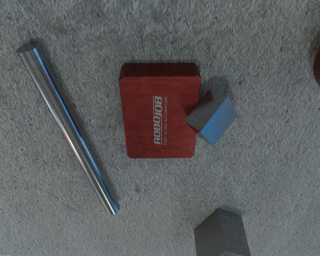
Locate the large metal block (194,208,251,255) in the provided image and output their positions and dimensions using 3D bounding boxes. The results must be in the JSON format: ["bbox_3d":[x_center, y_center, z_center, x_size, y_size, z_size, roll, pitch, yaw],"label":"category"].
[{"bbox_3d":[0.106,0.201,0.544,0.050,0.080,0.080,22,127,-18],"label":"large metal block"}]

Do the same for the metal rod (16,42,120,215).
[{"bbox_3d":[-0.110,0.024,0.426,0.025,0.025,0.299,-9,130,8],"label":"metal rod"}]

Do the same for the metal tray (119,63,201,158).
[{"bbox_3d":[0.000,-0.017,0.390,0.091,0.030,0.129,0,130,0],"label":"metal tray"}]

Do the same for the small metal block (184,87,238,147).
[{"bbox_3d":[0.063,-0.012,0.372,0.050,0.025,0.050,-52,145,-3],"label":"small metal block"}]

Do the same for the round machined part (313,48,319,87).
[{"bbox_3d":[0.216,-0.077,0.333,0.099,0.042,0.097,0,130,0],"label":"round machined part"}]
